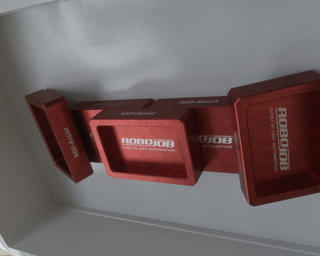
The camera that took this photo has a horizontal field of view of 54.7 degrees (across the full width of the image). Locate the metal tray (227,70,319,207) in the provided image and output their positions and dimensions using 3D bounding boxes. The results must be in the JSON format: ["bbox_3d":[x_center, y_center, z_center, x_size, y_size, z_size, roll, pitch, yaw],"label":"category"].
[{"bbox_3d":[0.126,0.014,0.321,0.090,0.030,0.129,-13,115,3],"label":"metal tray"}]

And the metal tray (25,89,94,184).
[{"bbox_3d":[-0.152,0.011,0.467,0.090,0.030,0.129,19,131,49],"label":"metal tray"}]

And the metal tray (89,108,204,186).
[{"bbox_3d":[-0.017,0.022,0.387,0.130,0.030,0.089,1,118,28],"label":"metal tray"}]

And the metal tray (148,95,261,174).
[{"bbox_3d":[0.055,0.009,0.381,0.130,0.030,0.089,0,119,28],"label":"metal tray"}]

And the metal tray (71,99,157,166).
[{"bbox_3d":[-0.061,0.007,0.441,0.130,0.030,0.089,0,119,28],"label":"metal tray"}]
